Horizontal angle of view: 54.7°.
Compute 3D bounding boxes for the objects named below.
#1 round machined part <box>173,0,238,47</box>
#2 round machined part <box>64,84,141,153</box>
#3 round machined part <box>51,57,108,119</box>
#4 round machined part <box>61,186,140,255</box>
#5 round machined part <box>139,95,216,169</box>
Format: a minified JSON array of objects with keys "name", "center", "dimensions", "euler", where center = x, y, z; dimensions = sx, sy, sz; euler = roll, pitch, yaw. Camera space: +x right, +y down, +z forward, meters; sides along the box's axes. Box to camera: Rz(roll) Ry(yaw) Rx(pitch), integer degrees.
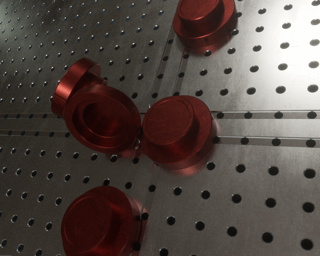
[{"name":"round machined part","center":[0.064,-0.174,0.469],"dimensions":[0.098,0.042,0.098],"euler":[-13,56,20]},{"name":"round machined part","center":[-0.072,-0.016,0.414],"dimensions":[0.098,0.098,0.042],"euler":[-11,33,22]},{"name":"round machined part","center":[-0.115,-0.052,0.464],"dimensions":[0.042,0.098,0.098],"euler":[31,76,1]},{"name":"round machined part","center":[-0.076,0.115,0.365],"dimensions":[0.098,0.042,0.098],"euler":[-13,56,20]},{"name":"round machined part","center":[0.017,-0.001,0.388],"dimensions":[0.098,0.042,0.098],"euler":[-13,56,20]}]
